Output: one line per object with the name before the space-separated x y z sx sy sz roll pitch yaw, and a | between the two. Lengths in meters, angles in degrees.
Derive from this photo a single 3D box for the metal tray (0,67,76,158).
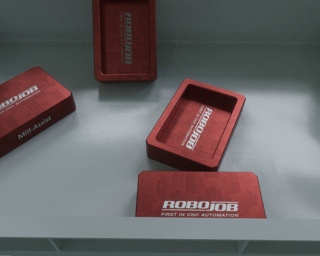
metal tray | -0.195 -0.025 0.421 0.090 0.030 0.131 36 59 26

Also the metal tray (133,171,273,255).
metal tray | 0.041 0.091 0.325 0.131 0.030 0.090 1 50 0

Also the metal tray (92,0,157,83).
metal tray | -0.051 -0.134 0.459 0.091 0.030 0.129 -1 94 0

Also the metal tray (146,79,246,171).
metal tray | 0.049 -0.004 0.404 0.090 0.030 0.130 20 53 16
